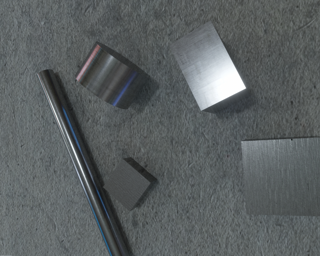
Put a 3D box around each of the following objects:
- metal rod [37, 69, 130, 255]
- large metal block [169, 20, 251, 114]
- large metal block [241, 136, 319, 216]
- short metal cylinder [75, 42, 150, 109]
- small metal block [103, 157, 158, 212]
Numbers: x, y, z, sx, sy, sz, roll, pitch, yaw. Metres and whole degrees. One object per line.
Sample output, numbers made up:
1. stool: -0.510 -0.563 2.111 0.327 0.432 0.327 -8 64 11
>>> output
1. metal rod: -0.112 0.052 0.448 0.025 0.025 0.299 -27 81 18
2. large metal block: 0.061 -0.065 0.358 0.050 0.080 0.080 -27 81 18
3. large metal block: 0.138 0.051 0.347 0.080 0.050 0.080 -4 89 20
4. short metal cylinder: -0.061 -0.068 0.401 0.080 0.080 0.050 39 102 16
5. small metal block: -0.041 0.076 0.423 0.050 0.025 0.050 38 102 16
